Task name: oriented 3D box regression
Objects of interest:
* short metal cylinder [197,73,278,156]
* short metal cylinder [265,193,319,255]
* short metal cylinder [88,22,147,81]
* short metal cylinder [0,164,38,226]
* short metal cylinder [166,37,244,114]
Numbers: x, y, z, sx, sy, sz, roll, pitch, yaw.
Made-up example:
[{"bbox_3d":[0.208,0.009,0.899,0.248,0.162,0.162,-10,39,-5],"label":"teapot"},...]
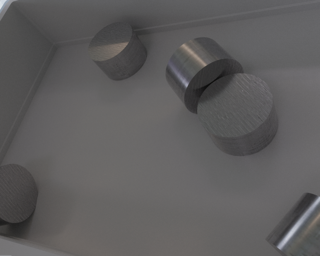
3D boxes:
[{"bbox_3d":[0.089,-0.015,0.351,0.080,0.050,0.080,-12,58,21],"label":"short metal cylinder"},{"bbox_3d":[0.132,0.097,0.242,0.050,0.080,0.080,-48,51,-5],"label":"short metal cylinder"},{"bbox_3d":[-0.068,-0.124,0.502,0.080,0.050,0.080,-13,56,21],"label":"short metal cylinder"},{"bbox_3d":[-0.219,0.094,0.428,0.050,0.080,0.080,-16,55,19],"label":"short metal cylinder"},{"bbox_3d":[0.054,-0.063,0.381,0.080,0.080,0.050,-36,51,4],"label":"short metal cylinder"}]
